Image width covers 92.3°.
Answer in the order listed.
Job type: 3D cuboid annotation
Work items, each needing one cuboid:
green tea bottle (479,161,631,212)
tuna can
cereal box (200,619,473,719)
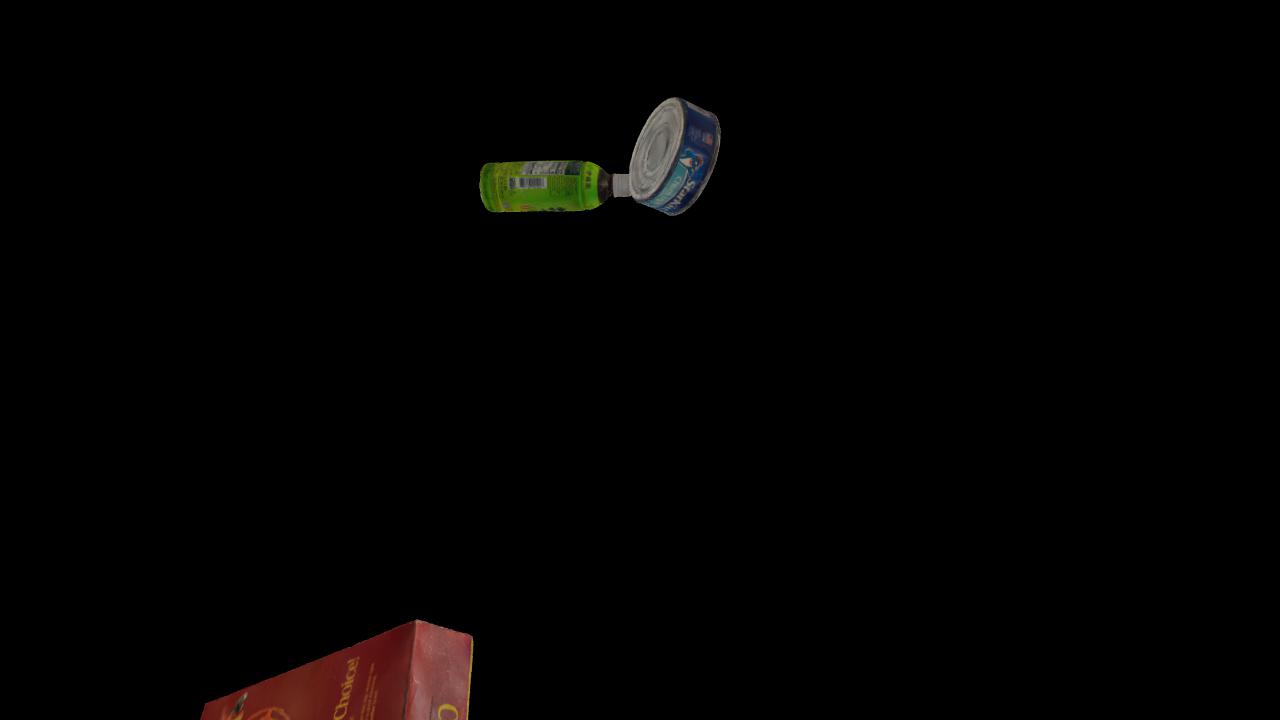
[{"bbox_3d":[-0.117,-0.246,0.873,0.212,0.073,0.073,2,0,8],"label":"green tea bottle"},{"bbox_3d":[0.024,-0.158,0.478,0.034,0.084,0.084,14,-7,-28],"label":"tuna can"},{"bbox_3d":[-0.284,0.372,0.525,0.306,0.203,0.081,-28,-45,20],"label":"cereal box"}]
